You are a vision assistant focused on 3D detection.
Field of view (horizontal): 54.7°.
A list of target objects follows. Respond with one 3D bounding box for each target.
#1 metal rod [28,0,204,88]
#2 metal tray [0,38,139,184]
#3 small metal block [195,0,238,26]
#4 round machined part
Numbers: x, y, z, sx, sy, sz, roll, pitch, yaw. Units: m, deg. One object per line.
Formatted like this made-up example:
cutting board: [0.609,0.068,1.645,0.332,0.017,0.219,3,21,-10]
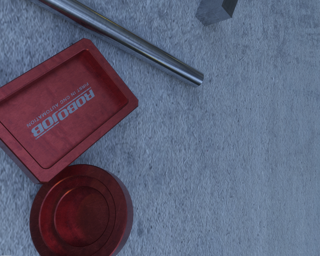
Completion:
metal rod: [-0.057,-0.111,0.356,0.302,0.025,0.025,20,77,-38]
metal tray: [-0.095,-0.019,0.306,0.131,0.030,0.090,-44,102,-31]
small metal block: [0.086,-0.185,0.460,0.025,0.050,0.050,34,69,-35]
round machined part: [-0.073,0.088,0.309,0.042,0.098,0.098,54,50,-70]
